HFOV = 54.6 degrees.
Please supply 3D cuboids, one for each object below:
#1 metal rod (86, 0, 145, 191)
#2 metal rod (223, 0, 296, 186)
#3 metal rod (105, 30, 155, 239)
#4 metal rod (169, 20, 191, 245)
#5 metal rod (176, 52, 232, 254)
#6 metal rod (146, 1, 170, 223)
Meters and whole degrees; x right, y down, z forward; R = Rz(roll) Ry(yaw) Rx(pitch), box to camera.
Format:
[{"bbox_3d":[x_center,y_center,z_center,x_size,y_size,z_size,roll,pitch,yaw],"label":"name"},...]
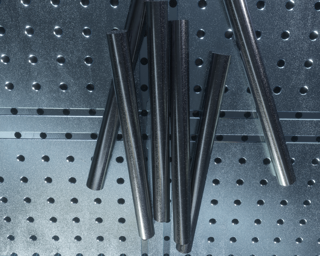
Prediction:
[{"bbox_3d":[-0.050,-0.052,0.393,0.025,0.025,0.298,15,109,-6],"label":"metal rod"},{"bbox_3d":[0.125,-0.056,0.393,0.025,0.025,0.299,-21,109,7],"label":"metal rod"},{"bbox_3d":[-0.034,0.027,0.406,0.025,0.025,0.298,-5,116,2],"label":"metal rod"},{"bbox_3d":[0.027,0.017,0.406,0.025,0.025,0.298,-2,105,1],"label":"metal rod"},{"bbox_3d":[0.056,0.048,0.431,0.025,0.025,0.298,7,110,-3],"label":"metal rod"},{"bbox_3d":[0.000,-0.004,0.402,0.025,0.025,0.298,-1,114,0],"label":"metal rod"}]
